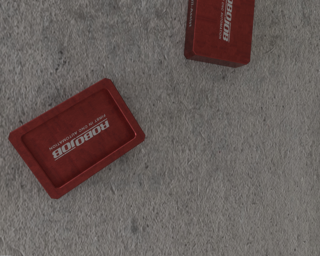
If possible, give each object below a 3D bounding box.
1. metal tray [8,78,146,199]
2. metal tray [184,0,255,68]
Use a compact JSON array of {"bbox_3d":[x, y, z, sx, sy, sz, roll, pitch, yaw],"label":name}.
[{"bbox_3d":[-0.095,0.010,0.371,0.131,0.030,0.090,-34,101,-17],"label":"metal tray"},{"bbox_3d":[0.086,-0.157,0.438,0.091,0.030,0.129,6,88,-20],"label":"metal tray"}]
